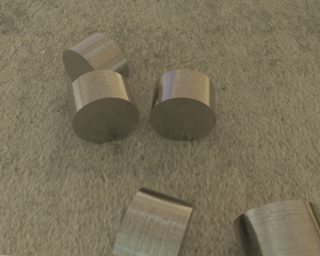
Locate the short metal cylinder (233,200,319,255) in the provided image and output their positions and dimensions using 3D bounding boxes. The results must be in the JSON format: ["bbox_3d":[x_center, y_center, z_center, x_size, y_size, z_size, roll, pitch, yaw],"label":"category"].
[{"bbox_3d":[0.112,0.106,0.280,0.081,0.080,0.050,-3,50,-3],"label":"short metal cylinder"}]

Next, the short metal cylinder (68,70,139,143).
[{"bbox_3d":[-0.071,-0.026,0.388,0.081,0.080,0.050,-13,52,-11],"label":"short metal cylinder"}]

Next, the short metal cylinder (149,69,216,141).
[{"bbox_3d":[0.030,-0.027,0.391,0.080,0.080,0.050,4,50,3],"label":"short metal cylinder"}]

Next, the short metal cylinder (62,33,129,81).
[{"bbox_3d":[-0.091,-0.086,0.439,0.080,0.080,0.050,32,57,24],"label":"short metal cylinder"}]

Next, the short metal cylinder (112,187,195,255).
[{"bbox_3d":[-0.004,0.100,0.283,0.050,0.080,0.080,16,52,12],"label":"short metal cylinder"}]
